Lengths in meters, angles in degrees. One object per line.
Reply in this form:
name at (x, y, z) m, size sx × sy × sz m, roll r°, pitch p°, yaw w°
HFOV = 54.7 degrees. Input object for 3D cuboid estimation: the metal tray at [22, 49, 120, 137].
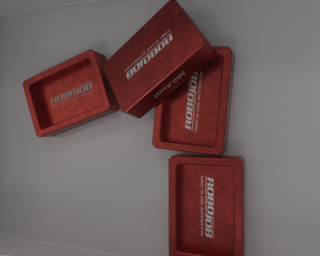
metal tray at (-0.132, -0.048, 0.454) m, size 0.130 × 0.030 × 0.090 m, roll -19°, pitch 84°, yaw 18°

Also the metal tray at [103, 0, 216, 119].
metal tray at (-0.006, -0.085, 0.390) m, size 0.130 × 0.030 × 0.090 m, roll -39°, pitch 57°, yaw 19°

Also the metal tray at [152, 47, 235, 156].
metal tray at (0.042, -0.035, 0.392) m, size 0.090 × 0.030 × 0.129 m, roll 5°, pitch 92°, yaw 19°

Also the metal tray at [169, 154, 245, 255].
metal tray at (0.058, 0.099, 0.387) m, size 0.090 × 0.030 × 0.129 m, roll 0°, pitch 90°, yaw 20°
